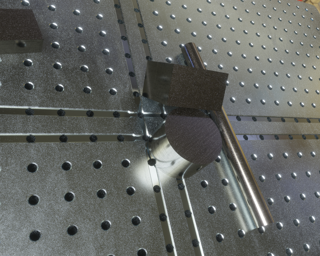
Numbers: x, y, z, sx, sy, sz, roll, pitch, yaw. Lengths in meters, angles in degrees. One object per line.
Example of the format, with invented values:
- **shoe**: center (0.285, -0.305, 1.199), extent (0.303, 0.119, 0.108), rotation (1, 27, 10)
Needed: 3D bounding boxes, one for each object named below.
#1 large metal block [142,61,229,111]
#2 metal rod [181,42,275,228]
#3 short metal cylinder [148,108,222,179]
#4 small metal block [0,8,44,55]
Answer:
- **large metal block**: center (0.031, -0.058, 0.418), extent (0.081, 0.080, 0.050), rotation (4, 102, -27)
- **metal rod**: center (0.093, -0.003, 0.462), extent (0.025, 0.025, 0.299), rotation (-5, 64, -31)
- **short metal cylinder**: center (0.032, 0.019, 0.399), extent (0.081, 0.050, 0.080), rotation (14, 56, -21)
- **small metal block**: center (-0.180, -0.121, 0.385), extent (0.050, 0.025, 0.050), rotation (-14, 69, -34)
